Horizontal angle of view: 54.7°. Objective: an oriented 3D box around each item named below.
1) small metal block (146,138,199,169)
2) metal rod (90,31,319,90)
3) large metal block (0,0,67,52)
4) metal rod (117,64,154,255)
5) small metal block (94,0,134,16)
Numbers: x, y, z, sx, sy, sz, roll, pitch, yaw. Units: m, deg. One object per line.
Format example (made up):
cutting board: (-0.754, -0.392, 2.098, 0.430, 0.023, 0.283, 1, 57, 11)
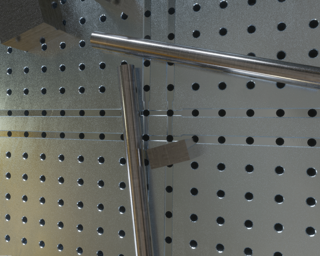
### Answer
small metal block: (0.018, 0.032, 0.393, 0.050, 0.050, 0.025, -16, 85, 19)
metal rod: (0.045, -0.091, 0.396, 0.301, 0.025, 0.025, 15, 95, 19)
large metal block: (-0.200, -0.173, 0.470, 0.080, 0.050, 0.080, -18, 84, 19)
metal rod: (-0.032, 0.063, 0.423, 0.025, 0.025, 0.298, -7, 88, 20)
small metal block: (-0.071, -0.183, 0.424, 0.050, 0.050, 0.025, 28, 99, 18)
